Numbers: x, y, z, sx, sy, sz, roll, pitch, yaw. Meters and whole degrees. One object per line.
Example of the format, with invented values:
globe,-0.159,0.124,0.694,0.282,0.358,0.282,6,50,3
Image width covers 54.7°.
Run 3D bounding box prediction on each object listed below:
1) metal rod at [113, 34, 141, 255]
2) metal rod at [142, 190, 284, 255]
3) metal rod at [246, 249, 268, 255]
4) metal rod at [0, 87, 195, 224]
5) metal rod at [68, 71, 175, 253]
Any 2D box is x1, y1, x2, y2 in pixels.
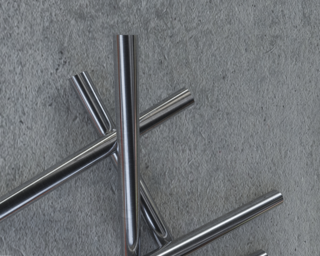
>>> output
metal rod,-0.035,0.050,0.351,0.025,0.025,0.298,-6,109,-20
metal rod,0.051,0.145,0.405,0.302,0.025,0.025,-17,96,-28
metal rod,0.020,0.234,0.416,0.302,0.025,0.025,-16,96,-19
metal rod,-0.091,0.039,0.354,0.301,0.025,0.025,-32,101,-9
metal rod,-0.034,0.069,0.396,0.025,0.025,0.299,-29,100,-18
